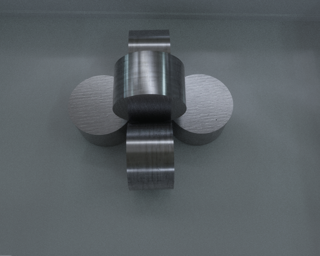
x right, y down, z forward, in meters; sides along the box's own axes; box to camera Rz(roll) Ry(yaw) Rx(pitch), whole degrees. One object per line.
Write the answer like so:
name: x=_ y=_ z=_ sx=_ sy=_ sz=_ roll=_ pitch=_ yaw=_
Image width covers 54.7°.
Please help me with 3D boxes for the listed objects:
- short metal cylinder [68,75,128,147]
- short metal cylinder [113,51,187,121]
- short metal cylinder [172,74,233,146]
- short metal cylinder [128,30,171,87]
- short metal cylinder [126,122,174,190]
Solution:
short metal cylinder: x=-0.072 y=-0.021 z=0.401 sx=0.081 sy=0.050 sz=0.080 roll=0 pitch=70 yaw=0
short metal cylinder: x=-0.012 y=-0.043 z=0.347 sx=0.081 sy=0.080 sz=0.050 roll=-1 pitch=70 yaw=-1
short metal cylinder: x=0.049 y=-0.022 z=0.402 sx=0.081 sy=0.050 sz=0.080 roll=0 pitch=70 yaw=0
short metal cylinder: x=-0.013 y=-0.088 z=0.410 sx=0.050 sy=0.080 sz=0.080 roll=-2 pitch=70 yaw=-1
short metal cylinder: x=-0.011 y=0.033 z=0.366 sx=0.050 sy=0.080 sz=0.080 roll=-2 pitch=70 yaw=-1
